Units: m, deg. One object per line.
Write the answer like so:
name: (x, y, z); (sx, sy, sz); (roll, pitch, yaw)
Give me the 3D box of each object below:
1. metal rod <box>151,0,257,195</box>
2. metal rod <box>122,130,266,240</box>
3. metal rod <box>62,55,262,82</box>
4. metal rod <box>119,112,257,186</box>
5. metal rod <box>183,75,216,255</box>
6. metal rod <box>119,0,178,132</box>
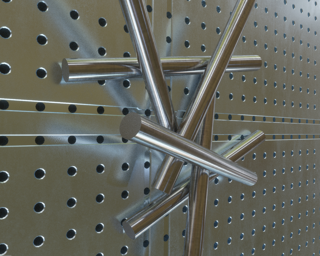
metal rod: (0.064, -0.057, 0.403); (0.025, 0.025, 0.300); (35, 75, -35)
metal rod: (0.070, 0.070, 0.466); (0.302, 0.025, 0.025); (-27, 107, -37)
metal rod: (0.026, -0.082, 0.407); (0.302, 0.025, 0.025); (-10, 96, -33)
metal rod: (0.060, 0.040, 0.389); (0.301, 0.025, 0.025); (26, 74, -50)
metal rod: (0.057, 0.049, 0.428); (0.025, 0.025, 0.299); (22, 68, -38)
metal rod: (-0.012, -0.077, 0.347); (0.025, 0.025, 0.299); (-42, 131, -32)
